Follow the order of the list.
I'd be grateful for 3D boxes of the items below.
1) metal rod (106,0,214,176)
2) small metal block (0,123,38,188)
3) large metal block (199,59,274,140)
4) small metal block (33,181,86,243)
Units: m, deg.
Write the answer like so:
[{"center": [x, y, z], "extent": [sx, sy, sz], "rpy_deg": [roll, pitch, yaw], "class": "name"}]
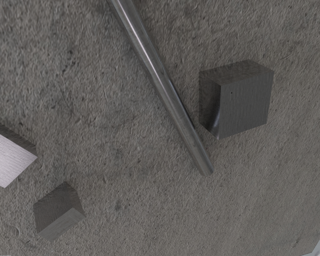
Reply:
[{"center": [0.015, -0.035, 0.393], "extent": [0.025, 0.025, 0.299], "rpy_deg": [-35, 129, -5], "class": "metal rod"}, {"center": [-0.170, 0.029, 0.332], "extent": [0.050, 0.025, 0.050], "rpy_deg": [-43, 130, 2], "class": "small metal block"}, {"center": [0.101, -0.040, 0.421], "extent": [0.081, 0.050, 0.079], "rpy_deg": [-17, 126, -19], "class": "large metal block"}, {"center": [-0.126, 0.103, 0.386], "extent": [0.050, 0.050, 0.025], "rpy_deg": [-37, 129, -4], "class": "small metal block"}]
